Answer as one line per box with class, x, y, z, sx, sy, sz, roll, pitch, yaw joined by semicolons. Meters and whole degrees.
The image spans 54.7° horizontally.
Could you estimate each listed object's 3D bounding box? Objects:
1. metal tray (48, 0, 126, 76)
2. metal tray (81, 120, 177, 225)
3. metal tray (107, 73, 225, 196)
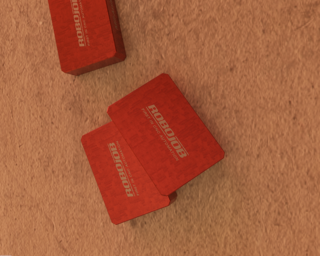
metal tray;-0.106;-0.149;0.442;0.090;0.030;0.129;-13;86;19
metal tray;-0.043;0.054;0.421;0.090;0.030;0.129;-25;82;18
metal tray;0.006;0.008;0.386;0.090;0.030;0.130;-33;79;-7
